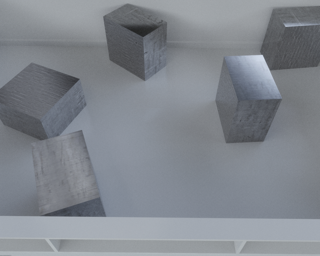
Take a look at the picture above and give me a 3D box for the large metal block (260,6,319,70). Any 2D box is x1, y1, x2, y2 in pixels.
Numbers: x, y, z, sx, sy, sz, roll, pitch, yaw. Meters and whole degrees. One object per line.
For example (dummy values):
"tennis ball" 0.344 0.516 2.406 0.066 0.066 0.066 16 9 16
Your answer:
"large metal block" 0.216 -0.141 0.491 0.081 0.080 0.050 -5 51 -5

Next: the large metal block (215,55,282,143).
"large metal block" 0.109 -0.037 0.402 0.050 0.080 0.080 -3 50 -3

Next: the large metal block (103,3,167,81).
"large metal block" -0.037 -0.133 0.481 0.080 0.080 0.050 34 58 24

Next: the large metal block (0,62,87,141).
"large metal block" -0.160 -0.035 0.416 0.080 0.050 0.080 20 53 16

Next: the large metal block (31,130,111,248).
"large metal block" -0.089 0.063 0.316 0.050 0.080 0.080 -16 52 -13
